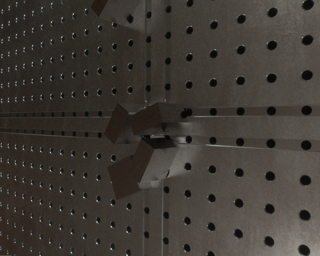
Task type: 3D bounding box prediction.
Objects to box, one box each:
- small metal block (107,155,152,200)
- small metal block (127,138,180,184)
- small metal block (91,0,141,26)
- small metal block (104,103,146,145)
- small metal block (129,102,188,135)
[{"bbox_3d":[-0.044,0.070,0.444,0.050,0.025,0.050,-29,72,36],"label":"small metal block"},{"bbox_3d":[-0.008,0.040,0.398,0.025,0.050,0.050,36,112,34],"label":"small metal block"},{"bbox_3d":[-0.061,-0.179,0.441,0.050,0.050,0.025,-51,61,28],"label":"small metal block"},{"bbox_3d":[-0.042,-0.006,0.425,0.025,0.050,0.050,40,114,32],"label":"small metal block"},{"bbox_3d":[-0.002,-0.011,0.393,0.050,0.050,0.025,-24,75,37],"label":"small metal block"}]
